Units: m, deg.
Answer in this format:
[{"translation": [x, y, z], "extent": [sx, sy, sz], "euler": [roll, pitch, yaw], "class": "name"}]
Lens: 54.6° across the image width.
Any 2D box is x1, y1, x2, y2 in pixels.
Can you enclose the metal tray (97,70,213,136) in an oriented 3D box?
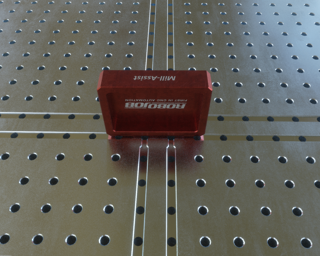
[{"translation": [-0.006, -0.029, 0.389], "extent": [0.131, 0.090, 0.030], "euler": [0, 50, 0], "class": "metal tray"}]
